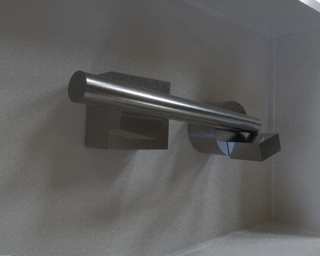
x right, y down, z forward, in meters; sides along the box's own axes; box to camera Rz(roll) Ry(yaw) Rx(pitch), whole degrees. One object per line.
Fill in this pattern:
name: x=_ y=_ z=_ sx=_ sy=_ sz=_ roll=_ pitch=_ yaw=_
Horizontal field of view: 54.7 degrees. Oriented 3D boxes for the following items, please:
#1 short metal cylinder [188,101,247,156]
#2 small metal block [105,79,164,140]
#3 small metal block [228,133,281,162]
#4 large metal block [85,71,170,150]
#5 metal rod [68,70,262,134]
short metal cylinder: x=0.089 y=0.000 z=0.465 sx=0.081 sy=0.050 sz=0.079 roll=0 pitch=90 yaw=-40
small metal block: x=-0.024 y=-0.017 z=0.321 sx=0.050 sy=0.025 sz=0.050 roll=17 pitch=79 yaw=-39
small metal block: x=0.133 y=0.026 z=0.436 sx=0.050 sy=0.050 sz=0.025 roll=-19 pitch=102 yaw=-39
large metal block: x=-0.036 y=-0.016 z=0.358 sx=0.081 sy=0.050 sz=0.080 roll=3 pitch=88 yaw=-40
metal rod: x=0.038 y=-0.017 z=0.347 sx=0.302 sy=0.025 sz=0.025 roll=8 pitch=85 yaw=-48
